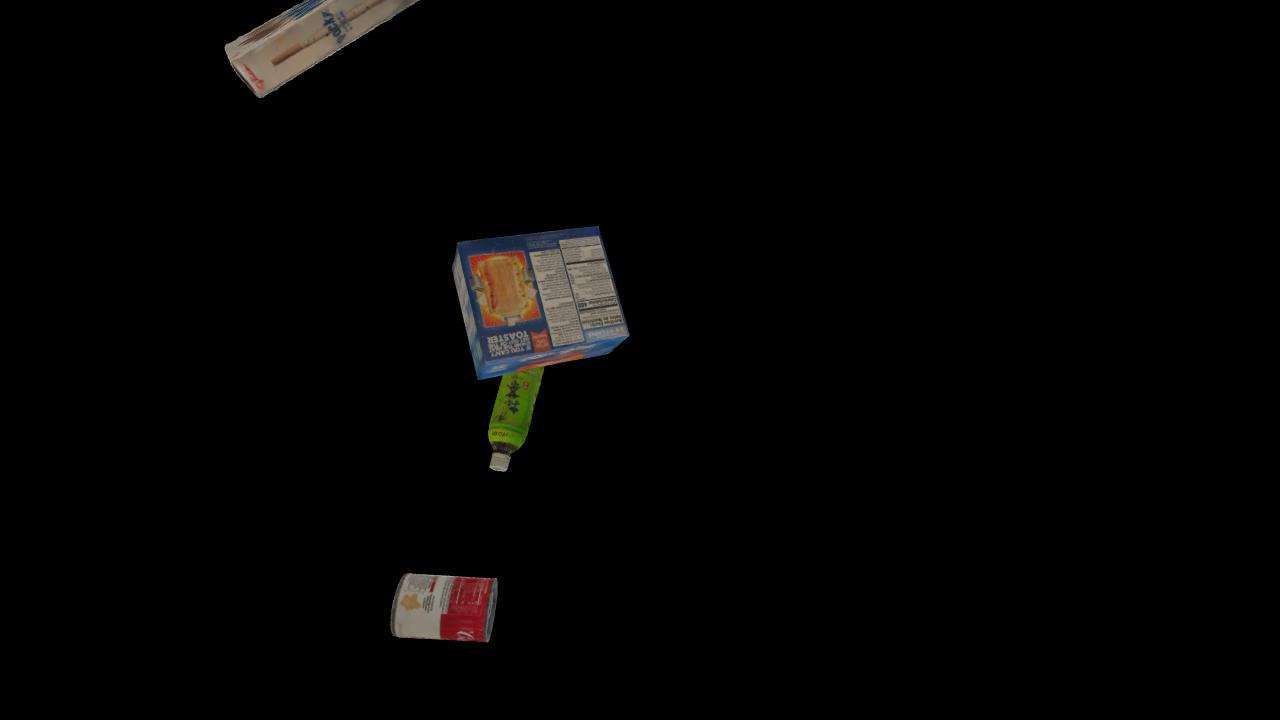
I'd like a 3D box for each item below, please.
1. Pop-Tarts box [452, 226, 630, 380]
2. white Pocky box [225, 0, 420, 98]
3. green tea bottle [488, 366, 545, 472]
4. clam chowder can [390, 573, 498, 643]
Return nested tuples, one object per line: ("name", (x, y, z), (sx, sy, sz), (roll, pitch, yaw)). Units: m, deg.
("Pop-Tarts box", (-0.118, -0.067, 0.714), (0.167, 0.141, 0.083), (-12, -11, -22))
("white Pocky box", (-0.208, -0.239, 0.425), (0.154, 0.028, 0.084), (-38, 44, -10))
("green tea bottle", (-0.226, 0.093, 1.094), (0.073, 0.212, 0.073), (9, -23, 4))
("clam chowder can", (-0.215, 0.274, 0.682), (0.102, 0.068, 0.068), (6, -1, -5))
